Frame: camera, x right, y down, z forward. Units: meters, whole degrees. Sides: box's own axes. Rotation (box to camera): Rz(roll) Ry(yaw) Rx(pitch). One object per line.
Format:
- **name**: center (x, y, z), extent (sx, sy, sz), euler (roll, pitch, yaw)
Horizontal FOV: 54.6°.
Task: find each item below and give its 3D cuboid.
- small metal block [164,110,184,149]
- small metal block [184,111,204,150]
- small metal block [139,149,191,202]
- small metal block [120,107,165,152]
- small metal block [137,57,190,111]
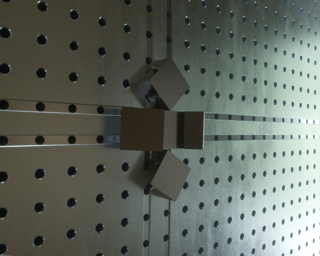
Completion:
- **small metal block**: center (0.007, 0.003, 0.413), extent (0.050, 0.025, 0.050), euler (2, 88, -40)
- **small metal block**: center (0.048, 0.004, 0.431), extent (0.050, 0.025, 0.050), euler (11, 80, -80)
- **small metal block**: center (0.008, 0.063, 0.414), extent (0.050, 0.025, 0.050), euler (41, 66, -31)
- **small metal block**: center (-0.021, 0.002, 0.374), extent (0.050, 0.025, 0.050), euler (2, 89, -4)
- **small metal block**: center (0.006, -0.057, 0.413), extent (0.050, 0.025, 0.050), euler (-52, 120, -28)
